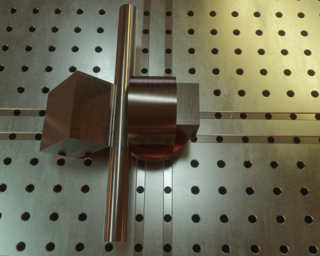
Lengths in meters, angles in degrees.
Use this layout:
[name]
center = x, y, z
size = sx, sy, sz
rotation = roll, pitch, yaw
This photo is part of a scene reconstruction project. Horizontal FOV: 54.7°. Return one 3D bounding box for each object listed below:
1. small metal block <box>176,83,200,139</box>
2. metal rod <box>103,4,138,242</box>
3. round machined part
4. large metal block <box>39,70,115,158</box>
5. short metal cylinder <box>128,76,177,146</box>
[small metal block]
center = 0.030, -0.019, 0.361
size = 0.025, 0.050, 0.050
rotation = 1, 70, 0
[metal rod]
center = -0.045, -0.022, 0.375
size = 0.025, 0.025, 0.299
rotation = 1, 70, 0
[round machined part]
center = -0.008, -0.003, 0.402
size = 0.099, 0.042, 0.098
rotation = 0, 70, -1
[large metal block]
center = -0.102, -0.013, 0.380
size = 0.050, 0.080, 0.080
rotation = 18, 64, -38
[short metal cylinder]
center = -0.008, -0.020, 0.358
size = 0.050, 0.080, 0.080
rotation = 1, 70, 0
